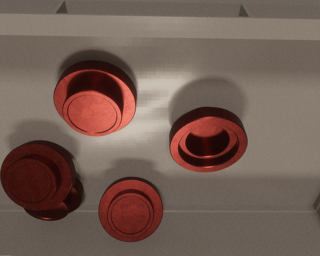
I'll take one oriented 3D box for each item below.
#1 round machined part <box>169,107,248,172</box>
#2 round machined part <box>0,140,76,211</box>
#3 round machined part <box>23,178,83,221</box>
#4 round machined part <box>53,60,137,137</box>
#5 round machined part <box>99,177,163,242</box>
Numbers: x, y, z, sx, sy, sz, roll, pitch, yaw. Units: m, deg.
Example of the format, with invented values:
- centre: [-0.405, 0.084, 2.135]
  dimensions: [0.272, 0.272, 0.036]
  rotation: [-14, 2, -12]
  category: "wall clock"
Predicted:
- centre: [0.061, 0.011, 0.408]
  dimensions: [0.099, 0.042, 0.097]
  rotation: [-1, 130, 0]
  category: "round machined part"
- centre: [-0.170, 0.069, 0.426]
  dimensions: [0.099, 0.042, 0.097]
  rotation: [0, 100, -1]
  category: "round machined part"
- centre: [-0.175, 0.110, 0.489]
  dimensions: [0.099, 0.042, 0.097]
  rotation: [-1, 130, 0]
  category: "round machined part"
- centre: [-0.078, -0.028, 0.373]
  dimensions: [0.099, 0.042, 0.097]
  rotation: [-1, 130, 0]
  category: "round machined part"
- centre: [-0.044, 0.127, 0.472]
  dimensions: [0.099, 0.042, 0.097]
  rotation: [0, 92, -4]
  category: "round machined part"
